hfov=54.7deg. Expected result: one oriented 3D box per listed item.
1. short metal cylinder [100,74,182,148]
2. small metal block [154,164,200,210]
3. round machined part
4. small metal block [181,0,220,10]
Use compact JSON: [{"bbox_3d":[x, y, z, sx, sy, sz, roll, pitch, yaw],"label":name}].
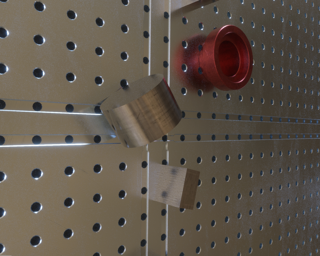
[{"bbox_3d":[-0.021,-0.021,0.357,0.080,0.080,0.050,-42,116,-32],"label":"short metal cylinder"},{"bbox_3d":[0.022,0.078,0.414,0.025,0.050,0.050,20,77,-39],"label":"small metal block"},{"bbox_3d":[0.099,-0.107,0.484,0.099,0.042,0.097,0,90,-40],"label":"round machined part"},{"bbox_3d":[0.056,-0.202,0.442,0.025,0.050,0.050,-6,94,-40],"label":"small metal block"}]
